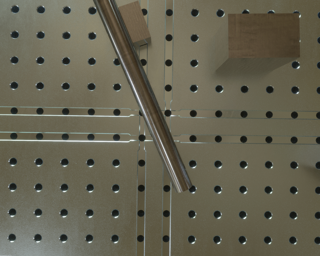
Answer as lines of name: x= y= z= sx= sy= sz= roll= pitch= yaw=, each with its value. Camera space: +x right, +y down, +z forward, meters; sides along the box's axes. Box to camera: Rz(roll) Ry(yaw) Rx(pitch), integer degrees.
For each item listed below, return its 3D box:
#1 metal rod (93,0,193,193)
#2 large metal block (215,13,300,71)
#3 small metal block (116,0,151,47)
metal rod: x=-0.026 y=-0.056 z=0.394 sx=0.025 sy=0.025 sz=0.299 roll=-23 pitch=98 yaw=0
large metal block: x=0.117 y=-0.104 z=0.387 sx=0.081 sy=0.080 sz=0.050 roll=-1 pitch=90 yaw=-1
small metal block: x=-0.044 y=-0.134 z=0.413 sx=0.050 sy=0.025 sz=0.050 roll=-19 pitch=90 yaw=-1
